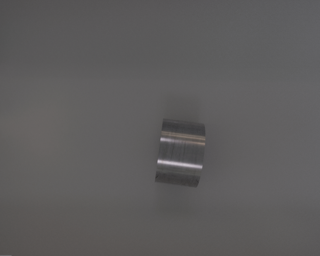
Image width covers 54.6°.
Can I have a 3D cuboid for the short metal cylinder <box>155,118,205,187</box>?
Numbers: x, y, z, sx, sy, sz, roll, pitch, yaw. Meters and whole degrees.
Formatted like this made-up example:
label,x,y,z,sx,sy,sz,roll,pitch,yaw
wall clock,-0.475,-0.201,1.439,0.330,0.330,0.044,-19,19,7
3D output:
label,x,y,z,sx,sy,sz,roll,pitch,yaw
short metal cylinder,0.024,0.031,0.384,0.050,0.080,0.080,7,90,0
